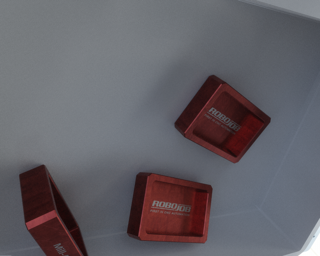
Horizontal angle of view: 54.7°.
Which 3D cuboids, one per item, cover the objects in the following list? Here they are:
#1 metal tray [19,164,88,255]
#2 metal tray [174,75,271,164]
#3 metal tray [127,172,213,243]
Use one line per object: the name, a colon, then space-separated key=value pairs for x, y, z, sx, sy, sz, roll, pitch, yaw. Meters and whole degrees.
metal tray: x=-0.123 y=0.119 z=0.373 sx=0.030 sy=0.090 sz=0.129 roll=-24 pitch=127 yaw=-14
metal tray: x=0.095 y=-0.008 z=0.454 sx=0.131 sy=0.030 sz=0.090 roll=28 pitch=103 yaw=-38
metal tray: x=0.020 y=0.121 z=0.463 sx=0.131 sy=0.030 sz=0.090 roll=18 pitch=74 yaw=-35
